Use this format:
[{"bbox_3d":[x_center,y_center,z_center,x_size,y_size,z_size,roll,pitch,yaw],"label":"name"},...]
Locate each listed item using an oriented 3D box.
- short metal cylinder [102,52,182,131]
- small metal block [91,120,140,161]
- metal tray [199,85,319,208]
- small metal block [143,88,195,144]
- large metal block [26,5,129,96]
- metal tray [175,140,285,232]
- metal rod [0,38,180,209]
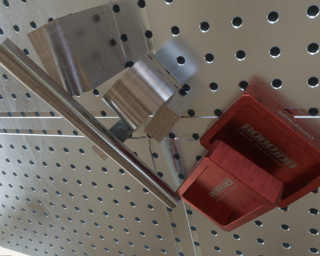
[{"bbox_3d":[-0.020,-0.042,0.361,0.050,0.080,0.080,47,129,-5],"label":"short metal cylinder"},{"bbox_3d":[-0.062,0.012,0.435,0.025,0.050,0.050,46,129,-4],"label":"small metal block"},{"bbox_3d":[0.123,0.024,0.357,0.130,0.030,0.089,39,129,1],"label":"metal tray"},{"bbox_3d":[0.012,-0.016,0.379,0.025,0.050,0.050,38,129,2],"label":"small metal block"},{"bbox_3d":[-0.093,-0.091,0.368,0.050,0.080,0.080,-11,113,33],"label":"large metal block"},{"bbox_3d":[0.078,0.078,0.385,0.090,0.030,0.129,35,148,7],"label":"metal tray"},{"bbox_3d":[-0.070,0.013,0.380,0.025,0.025,0.300,-19,128,35],"label":"metal rod"}]
